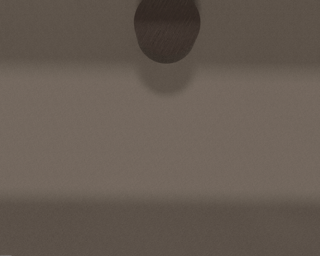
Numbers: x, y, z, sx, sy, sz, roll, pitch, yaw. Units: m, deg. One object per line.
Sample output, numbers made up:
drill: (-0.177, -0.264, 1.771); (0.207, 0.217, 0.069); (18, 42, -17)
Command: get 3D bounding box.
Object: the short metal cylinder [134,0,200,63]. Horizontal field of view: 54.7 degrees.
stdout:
short metal cylinder: (0.009, -0.128, 0.399); (0.081, 0.050, 0.079); (0, 90, -1)
